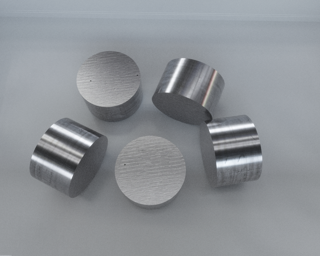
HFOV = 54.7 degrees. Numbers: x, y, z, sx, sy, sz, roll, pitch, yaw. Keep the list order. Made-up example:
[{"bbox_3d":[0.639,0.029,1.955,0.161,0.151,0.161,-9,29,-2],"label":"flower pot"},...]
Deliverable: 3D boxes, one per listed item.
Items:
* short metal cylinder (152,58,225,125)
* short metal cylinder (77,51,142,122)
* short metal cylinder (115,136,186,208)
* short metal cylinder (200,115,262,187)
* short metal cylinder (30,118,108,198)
[{"bbox_3d":[0.036,-0.044,0.397,0.080,0.080,0.050,20,71,7],"label":"short metal cylinder"},{"bbox_3d":[-0.065,-0.055,0.414,0.081,0.050,0.080,0,70,0],"label":"short metal cylinder"},{"bbox_3d":[-0.011,0.055,0.374,0.081,0.050,0.080,0,70,0],"label":"short metal cylinder"},{"bbox_3d":[0.081,0.027,0.370,0.050,0.080,0.080,-8,70,-3],"label":"short metal cylinder"},{"bbox_3d":[-0.104,0.034,0.364,0.050,0.080,0.080,26,72,9],"label":"short metal cylinder"}]
